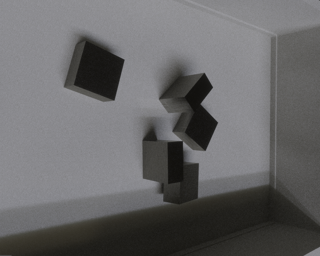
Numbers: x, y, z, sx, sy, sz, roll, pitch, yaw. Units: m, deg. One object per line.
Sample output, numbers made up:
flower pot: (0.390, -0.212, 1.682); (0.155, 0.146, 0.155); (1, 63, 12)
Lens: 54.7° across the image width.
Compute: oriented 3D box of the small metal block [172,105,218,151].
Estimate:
small metal block: (0.052, -0.001, 0.450); (0.050, 0.025, 0.050); (41, 65, -32)

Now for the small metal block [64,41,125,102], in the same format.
small metal block: (-0.072, -0.061, 0.346); (0.050, 0.025, 0.050); (20, 78, -38)

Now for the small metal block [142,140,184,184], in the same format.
small metal block: (0.003, 0.041, 0.393); (0.025, 0.050, 0.050); (-1, 91, -40)

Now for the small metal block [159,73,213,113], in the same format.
small metal block: (0.035, -0.047, 0.419); (0.050, 0.050, 0.025); (-51, 120, -28)

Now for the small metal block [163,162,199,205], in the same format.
small metal block: (0.030, 0.073, 0.423); (0.050, 0.025, 0.050); (4, 88, -56)
